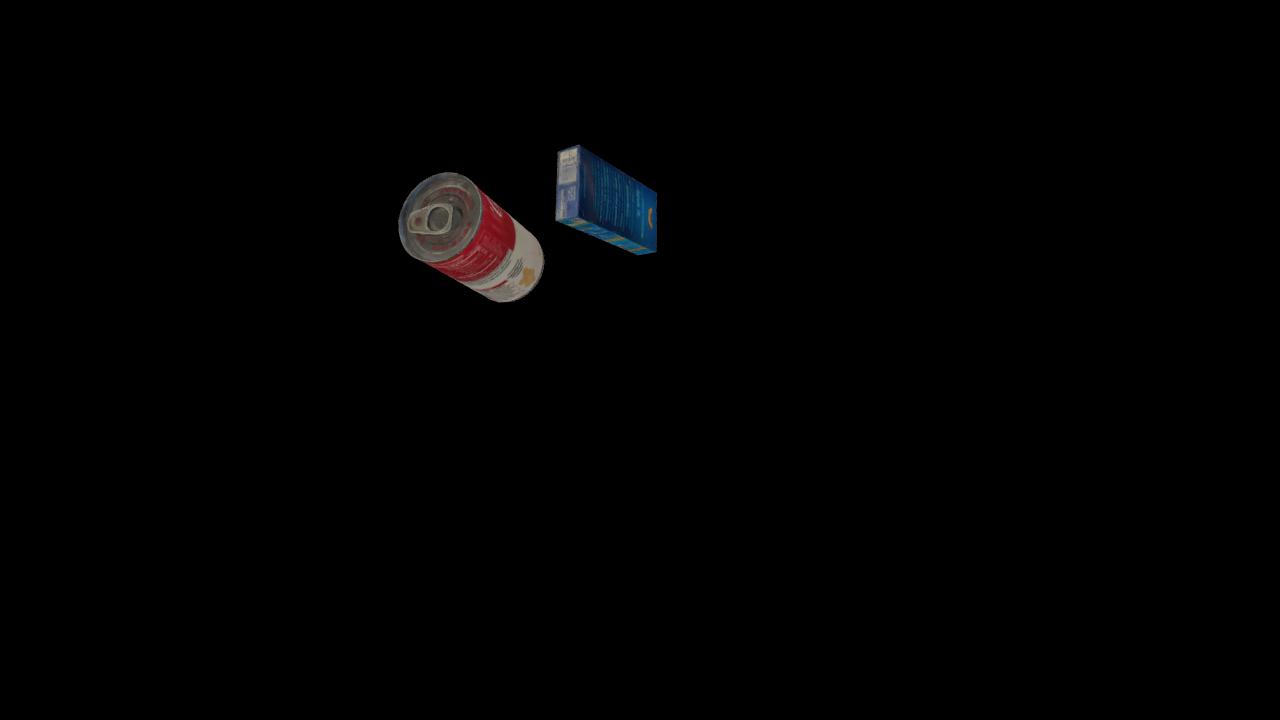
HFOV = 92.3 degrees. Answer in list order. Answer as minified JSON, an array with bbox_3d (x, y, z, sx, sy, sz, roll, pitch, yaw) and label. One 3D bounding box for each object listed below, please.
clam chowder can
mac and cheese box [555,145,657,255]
[{"bbox_3d":[-0.125,-0.089,0.474,0.068,0.068,0.102,0,-12,18],"label":"clam chowder can"},{"bbox_3d":[-0.039,-0.206,0.819,0.041,0.093,0.184,-5,-8,32],"label":"mac and cheese box"}]
